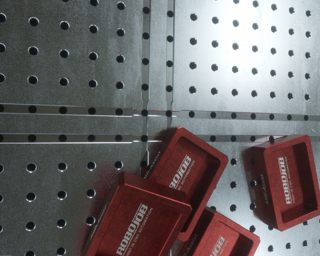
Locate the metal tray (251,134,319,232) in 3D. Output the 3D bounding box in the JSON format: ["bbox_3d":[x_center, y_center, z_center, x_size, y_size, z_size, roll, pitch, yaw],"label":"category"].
[{"bbox_3d":[0.199,0.082,0.482,0.091,0.030,0.129,-14,95,-20],"label":"metal tray"}]

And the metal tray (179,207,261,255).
[{"bbox_3d":[0.074,0.191,0.437,0.090,0.030,0.130,34,79,-17],"label":"metal tray"}]

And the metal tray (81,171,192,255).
[{"bbox_3d":[-0.031,0.125,0.370,0.090,0.030,0.129,22,105,-15],"label":"metal tray"}]

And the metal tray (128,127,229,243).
[{"bbox_3d":[0.025,0.074,0.418,0.090,0.030,0.130,33,79,-17],"label":"metal tray"}]
